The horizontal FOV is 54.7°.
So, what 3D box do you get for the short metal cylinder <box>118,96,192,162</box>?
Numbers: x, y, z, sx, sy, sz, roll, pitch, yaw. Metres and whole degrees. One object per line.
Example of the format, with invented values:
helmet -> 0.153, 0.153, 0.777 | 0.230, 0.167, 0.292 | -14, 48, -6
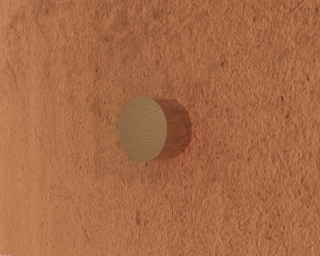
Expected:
short metal cylinder -> -0.007, 0.001, 0.394 | 0.080, 0.050, 0.079 | 0, 90, 39
